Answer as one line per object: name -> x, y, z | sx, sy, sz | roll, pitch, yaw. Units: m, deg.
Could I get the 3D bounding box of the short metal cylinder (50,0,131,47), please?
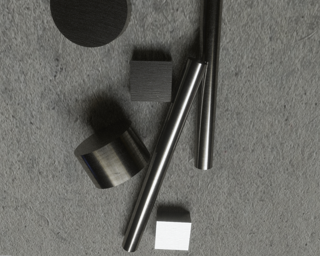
short metal cylinder -> -0.074, -0.133, 0.346 | 0.081, 0.050, 0.079 | 0, 110, 0

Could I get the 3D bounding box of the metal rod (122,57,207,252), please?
metal rod -> -0.001, 0.051, 0.418 | 0.025, 0.025, 0.298 | 16, 113, -6

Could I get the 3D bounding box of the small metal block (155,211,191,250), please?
small metal block -> 0.019, 0.155, 0.467 | 0.050, 0.025, 0.050 | 3, 110, -2

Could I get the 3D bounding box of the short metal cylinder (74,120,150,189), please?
short metal cylinder -> -0.060, 0.032, 0.391 | 0.080, 0.080, 0.050 | -25, 108, 9

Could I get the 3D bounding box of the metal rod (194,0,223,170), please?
metal rod -> 0.060, -0.088, 0.377 | 0.025, 0.025, 0.298 | 0, 110, 0

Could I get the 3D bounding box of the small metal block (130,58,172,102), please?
small metal block -> -0.011, -0.060, 0.387 | 0.050, 0.025, 0.050 | 1, 110, -1
